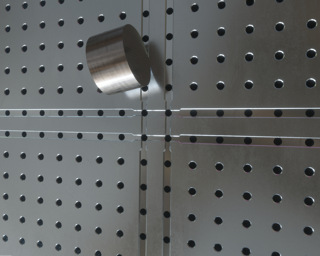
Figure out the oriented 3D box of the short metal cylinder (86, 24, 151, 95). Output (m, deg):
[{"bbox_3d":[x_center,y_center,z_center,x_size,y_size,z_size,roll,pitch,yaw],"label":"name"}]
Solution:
[{"bbox_3d":[-0.051,-0.087,0.400,0.050,0.080,0.080,-12,86,19],"label":"short metal cylinder"}]
